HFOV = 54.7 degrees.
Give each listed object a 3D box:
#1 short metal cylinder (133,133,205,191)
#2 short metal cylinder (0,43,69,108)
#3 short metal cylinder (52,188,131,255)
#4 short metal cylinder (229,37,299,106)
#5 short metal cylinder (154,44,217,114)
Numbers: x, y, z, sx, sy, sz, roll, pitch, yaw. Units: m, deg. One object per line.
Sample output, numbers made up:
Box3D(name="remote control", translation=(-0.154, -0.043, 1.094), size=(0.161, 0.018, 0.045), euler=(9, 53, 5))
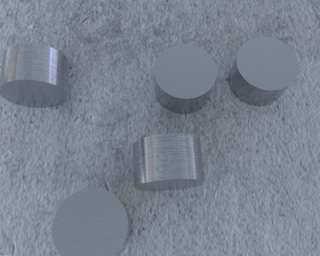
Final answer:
Box3D(name="short metal cylinder", translation=(0.010, 0.043, 0.364), size=(0.081, 0.080, 0.050), euler=(-4, 70, -2))
Box3D(name="short metal cylinder", translation=(-0.161, -0.065, 0.401), size=(0.081, 0.080, 0.050), euler=(-4, 70, -2))
Box3D(name="short metal cylinder", translation=(-0.074, 0.113, 0.353), size=(0.081, 0.050, 0.080), euler=(0, 70, 0))
Box3D(name="short metal cylinder", translation=(0.139, -0.076, 0.424), size=(0.081, 0.050, 0.080), euler=(0, 70, 0))
Box3D(name="short metal cylinder", translation=(0.032, -0.065, 0.419), size=(0.081, 0.050, 0.080), euler=(0, 70, 0))
